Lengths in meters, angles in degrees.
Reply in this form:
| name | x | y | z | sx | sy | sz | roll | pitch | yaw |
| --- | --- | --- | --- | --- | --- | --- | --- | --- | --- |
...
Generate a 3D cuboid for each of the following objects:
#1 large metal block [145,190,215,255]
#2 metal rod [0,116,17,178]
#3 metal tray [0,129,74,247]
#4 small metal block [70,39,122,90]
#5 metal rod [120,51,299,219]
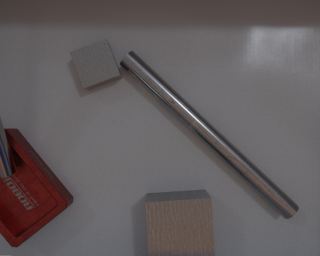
| name | x | y | z | sx | sy | sz | roll | pitch | yaw |
| --- | --- | --- | --- | --- | --- | --- | --- | --- | --- |
| large metal block | 0.025 | 0.127 | 0.399 | 0.081 | 0.050 | 0.079 | -4 | 90 | -1 |
| metal rod | -0.209 | -0.079 | 0.335 | 0.025 | 0.025 | 0.298 | -6 | 114 | 0 |
| metal tray | -0.191 | 0.076 | 0.406 | 0.090 | 0.030 | 0.130 | -39 | 91 | -1 |
| small metal block | -0.084 | -0.083 | 0.410 | 0.050 | 0.025 | 0.050 | -21 | 90 | -1 |
| metal rod | 0.065 | 0.009 | 0.412 | 0.300 | 0.025 | 0.025 | 43 | 90 | -1 |
